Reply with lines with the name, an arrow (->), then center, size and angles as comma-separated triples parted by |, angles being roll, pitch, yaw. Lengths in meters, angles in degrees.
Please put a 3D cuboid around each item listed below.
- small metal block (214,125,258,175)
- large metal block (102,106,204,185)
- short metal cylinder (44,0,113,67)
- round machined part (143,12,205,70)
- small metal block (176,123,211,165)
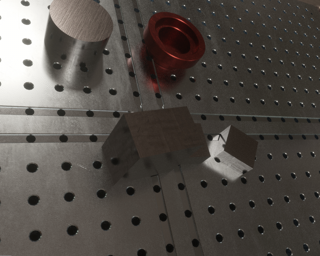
small metal block -> 0.111, 0.032, 0.451 | 0.050, 0.025, 0.050 | 32, 51, -8
large metal block -> -0.011, 0.020, 0.356 | 0.081, 0.080, 0.050 | -9, 67, -32
short metal cylinder -> -0.109, -0.129, 0.413 | 0.081, 0.050, 0.080 | 14, 56, -21
round machined part -> 0.019, -0.132, 0.490 | 0.099, 0.042, 0.098 | 14, 56, -21
small metal block -> 0.034, 0.021, 0.415 | 0.050, 0.025, 0.050 | 0, 62, -28
